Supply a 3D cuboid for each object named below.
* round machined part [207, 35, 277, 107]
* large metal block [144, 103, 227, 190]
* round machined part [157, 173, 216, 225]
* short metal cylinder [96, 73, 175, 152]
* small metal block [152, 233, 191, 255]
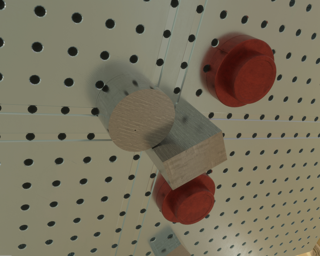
[{"bbox_3d":[0.116,-0.071,0.419,0.099,0.042,0.097,-14,124,-21],"label":"round machined part"},{"bbox_3d":[0.028,0.021,0.403,0.080,0.080,0.050,-27,128,-11],"label":"large metal block"},{"bbox_3d":[0.048,0.116,0.498,0.099,0.042,0.097,-14,124,-21],"label":"round machined part"},{"bbox_3d":[-0.029,-0.019,0.367,0.081,0.050,0.079,-14,124,-21],"label":"short metal cylinder"},{"bbox_3d":[0.022,0.227,0.564,0.050,0.025,0.050,-36,129,-5],"label":"small metal block"}]
